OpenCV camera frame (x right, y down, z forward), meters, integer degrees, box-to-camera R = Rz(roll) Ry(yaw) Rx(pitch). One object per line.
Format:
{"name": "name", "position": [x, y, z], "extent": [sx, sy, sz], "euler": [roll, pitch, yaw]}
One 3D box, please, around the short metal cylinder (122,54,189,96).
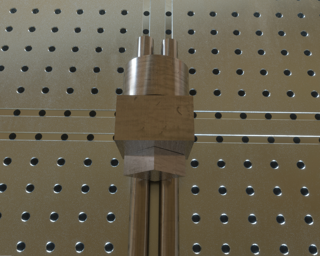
{"name": "short metal cylinder", "position": [-0.005, -0.046, 0.377], "extent": [0.081, 0.080, 0.050], "euler": [1, 70, 0]}

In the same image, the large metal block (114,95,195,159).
{"name": "large metal block", "position": [-0.005, 0.002, 0.355], "extent": [0.081, 0.080, 0.050], "euler": [0, 70, 0]}

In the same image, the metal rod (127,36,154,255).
{"name": "metal rod", "position": [-0.023, 0.011, 0.409], "extent": [0.025, 0.025, 0.299], "euler": [1, 70, 0]}

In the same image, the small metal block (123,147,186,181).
{"name": "small metal block", "position": [-0.006, 0.043, 0.358], "extent": [0.050, 0.050, 0.025], "euler": [19, 63, -42]}

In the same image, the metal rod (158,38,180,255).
{"name": "metal rod", "position": [0.012, 0.015, 0.408], "extent": [0.025, 0.025, 0.299], "euler": [1, 70, 0]}
